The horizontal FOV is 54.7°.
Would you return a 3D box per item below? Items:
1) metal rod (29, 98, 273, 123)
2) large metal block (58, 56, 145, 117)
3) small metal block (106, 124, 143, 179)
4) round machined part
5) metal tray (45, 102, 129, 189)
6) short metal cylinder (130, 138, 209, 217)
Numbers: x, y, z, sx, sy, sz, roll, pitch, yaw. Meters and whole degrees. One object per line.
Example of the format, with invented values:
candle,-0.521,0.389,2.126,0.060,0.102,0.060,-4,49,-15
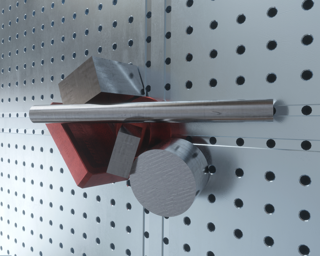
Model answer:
metal rod,-0.026,-0.018,0.367,0.301,0.025,0.025,0,90,20
large metal block,-0.082,-0.053,0.436,0.080,0.081,0.050,-27,74,36
small metal block,-0.041,0.025,0.368,0.025,0.050,0.050,17,102,-5
round machined part,-0.024,0.006,0.420,0.098,0.042,0.097,0,90,39
metal tray,-0.100,0.020,0.446,0.030,0.091,0.130,-51,61,28
short metal cylinder,0.012,0.057,0.366,0.080,0.050,0.079,6,105,23
